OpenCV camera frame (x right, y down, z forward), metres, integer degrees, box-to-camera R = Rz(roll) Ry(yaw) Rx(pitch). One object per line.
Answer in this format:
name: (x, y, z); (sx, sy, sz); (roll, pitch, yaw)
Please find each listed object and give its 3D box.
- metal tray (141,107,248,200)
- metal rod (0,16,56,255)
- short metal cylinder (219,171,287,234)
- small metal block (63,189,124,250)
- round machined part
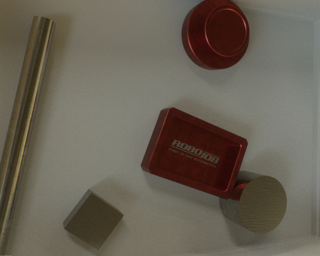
metal tray: (0.050, 0.036, 0.427); (0.131, 0.030, 0.090); (22, 83, -19)
metal rod: (-0.162, 0.021, 0.350); (0.025, 0.025, 0.298); (12, 86, -20)
short metal cylinder: (0.134, 0.105, 0.449); (0.081, 0.050, 0.079); (0, 90, -21)
small metal block: (-0.082, 0.112, 0.381); (0.050, 0.025, 0.050); (40, 77, -16)
round machined part: (0.083, -0.131, 0.429); (0.099, 0.042, 0.097); (-2, 96, -20)
